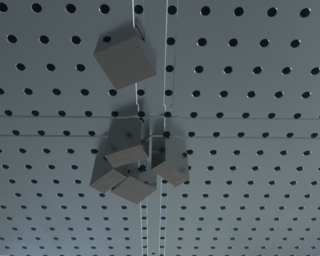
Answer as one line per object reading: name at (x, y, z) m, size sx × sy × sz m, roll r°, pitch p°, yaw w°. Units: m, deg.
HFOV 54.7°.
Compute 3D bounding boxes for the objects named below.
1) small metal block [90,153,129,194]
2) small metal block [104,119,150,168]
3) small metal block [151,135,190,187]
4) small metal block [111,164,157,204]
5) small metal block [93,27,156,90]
small metal block at (-0.071, 0.058, 0.443) m, size 0.050 × 0.050 × 0.025 m, roll -37°, pitch 121°, yaw 27°
small metal block at (-0.042, 0.020, 0.412) m, size 0.050 × 0.050 × 0.025 m, roll -18°, pitch 128°, yaw 14°
small metal block at (0.014, 0.047, 0.435) m, size 0.025 × 0.050 × 0.050 m, roll -34°, pitch 123°, yaw 25°
small metal block at (-0.041, 0.089, 0.487) m, size 0.050 × 0.025 × 0.050 m, roll 32°, pitch 123°, yaw -25°
small metal block at (-0.038, -0.076, 0.346) m, size 0.050 × 0.025 × 0.050 m, roll -19°, pitch 128°, yaw 15°
